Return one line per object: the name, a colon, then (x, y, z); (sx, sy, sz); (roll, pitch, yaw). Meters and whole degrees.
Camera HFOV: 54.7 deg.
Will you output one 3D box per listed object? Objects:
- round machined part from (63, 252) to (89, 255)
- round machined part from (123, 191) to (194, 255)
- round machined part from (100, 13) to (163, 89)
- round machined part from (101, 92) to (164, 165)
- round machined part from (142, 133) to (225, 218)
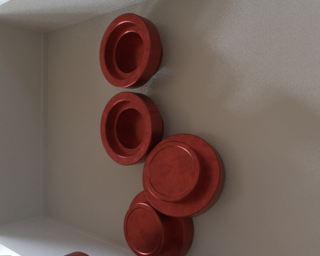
round machined part: (-0.095, 0.185, 0.321); (0.098, 0.042, 0.097); (0, 90, 40)
round machined part: (-0.009, 0.129, 0.401); (0.098, 0.042, 0.097); (-3, 86, 39)
round machined part: (-0.035, -0.102, 0.425); (0.098, 0.042, 0.097); (0, 90, 40)
round machined part: (-0.034, 0.001, 0.424); (0.098, 0.042, 0.097); (0, 90, 40)
round machined part: (0.022, 0.053, 0.358); (0.098, 0.042, 0.098); (-9, 68, 25)
